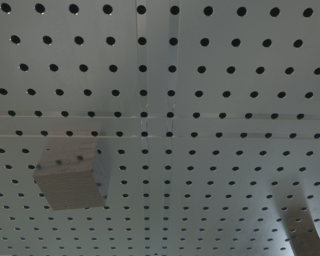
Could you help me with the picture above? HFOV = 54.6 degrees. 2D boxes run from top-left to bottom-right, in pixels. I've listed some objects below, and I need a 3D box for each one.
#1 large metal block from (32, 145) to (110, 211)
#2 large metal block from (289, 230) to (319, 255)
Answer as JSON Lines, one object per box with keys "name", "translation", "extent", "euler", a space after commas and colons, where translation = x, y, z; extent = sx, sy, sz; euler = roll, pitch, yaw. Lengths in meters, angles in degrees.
{"name": "large metal block", "translation": [-0.126, 0.074, 0.457], "extent": [0.080, 0.050, 0.080], "euler": [-6, 130, 5]}
{"name": "large metal block", "translation": [0.292, 0.258, 0.597], "extent": [0.050, 0.080, 0.080], "euler": [-17, 128, 13]}
